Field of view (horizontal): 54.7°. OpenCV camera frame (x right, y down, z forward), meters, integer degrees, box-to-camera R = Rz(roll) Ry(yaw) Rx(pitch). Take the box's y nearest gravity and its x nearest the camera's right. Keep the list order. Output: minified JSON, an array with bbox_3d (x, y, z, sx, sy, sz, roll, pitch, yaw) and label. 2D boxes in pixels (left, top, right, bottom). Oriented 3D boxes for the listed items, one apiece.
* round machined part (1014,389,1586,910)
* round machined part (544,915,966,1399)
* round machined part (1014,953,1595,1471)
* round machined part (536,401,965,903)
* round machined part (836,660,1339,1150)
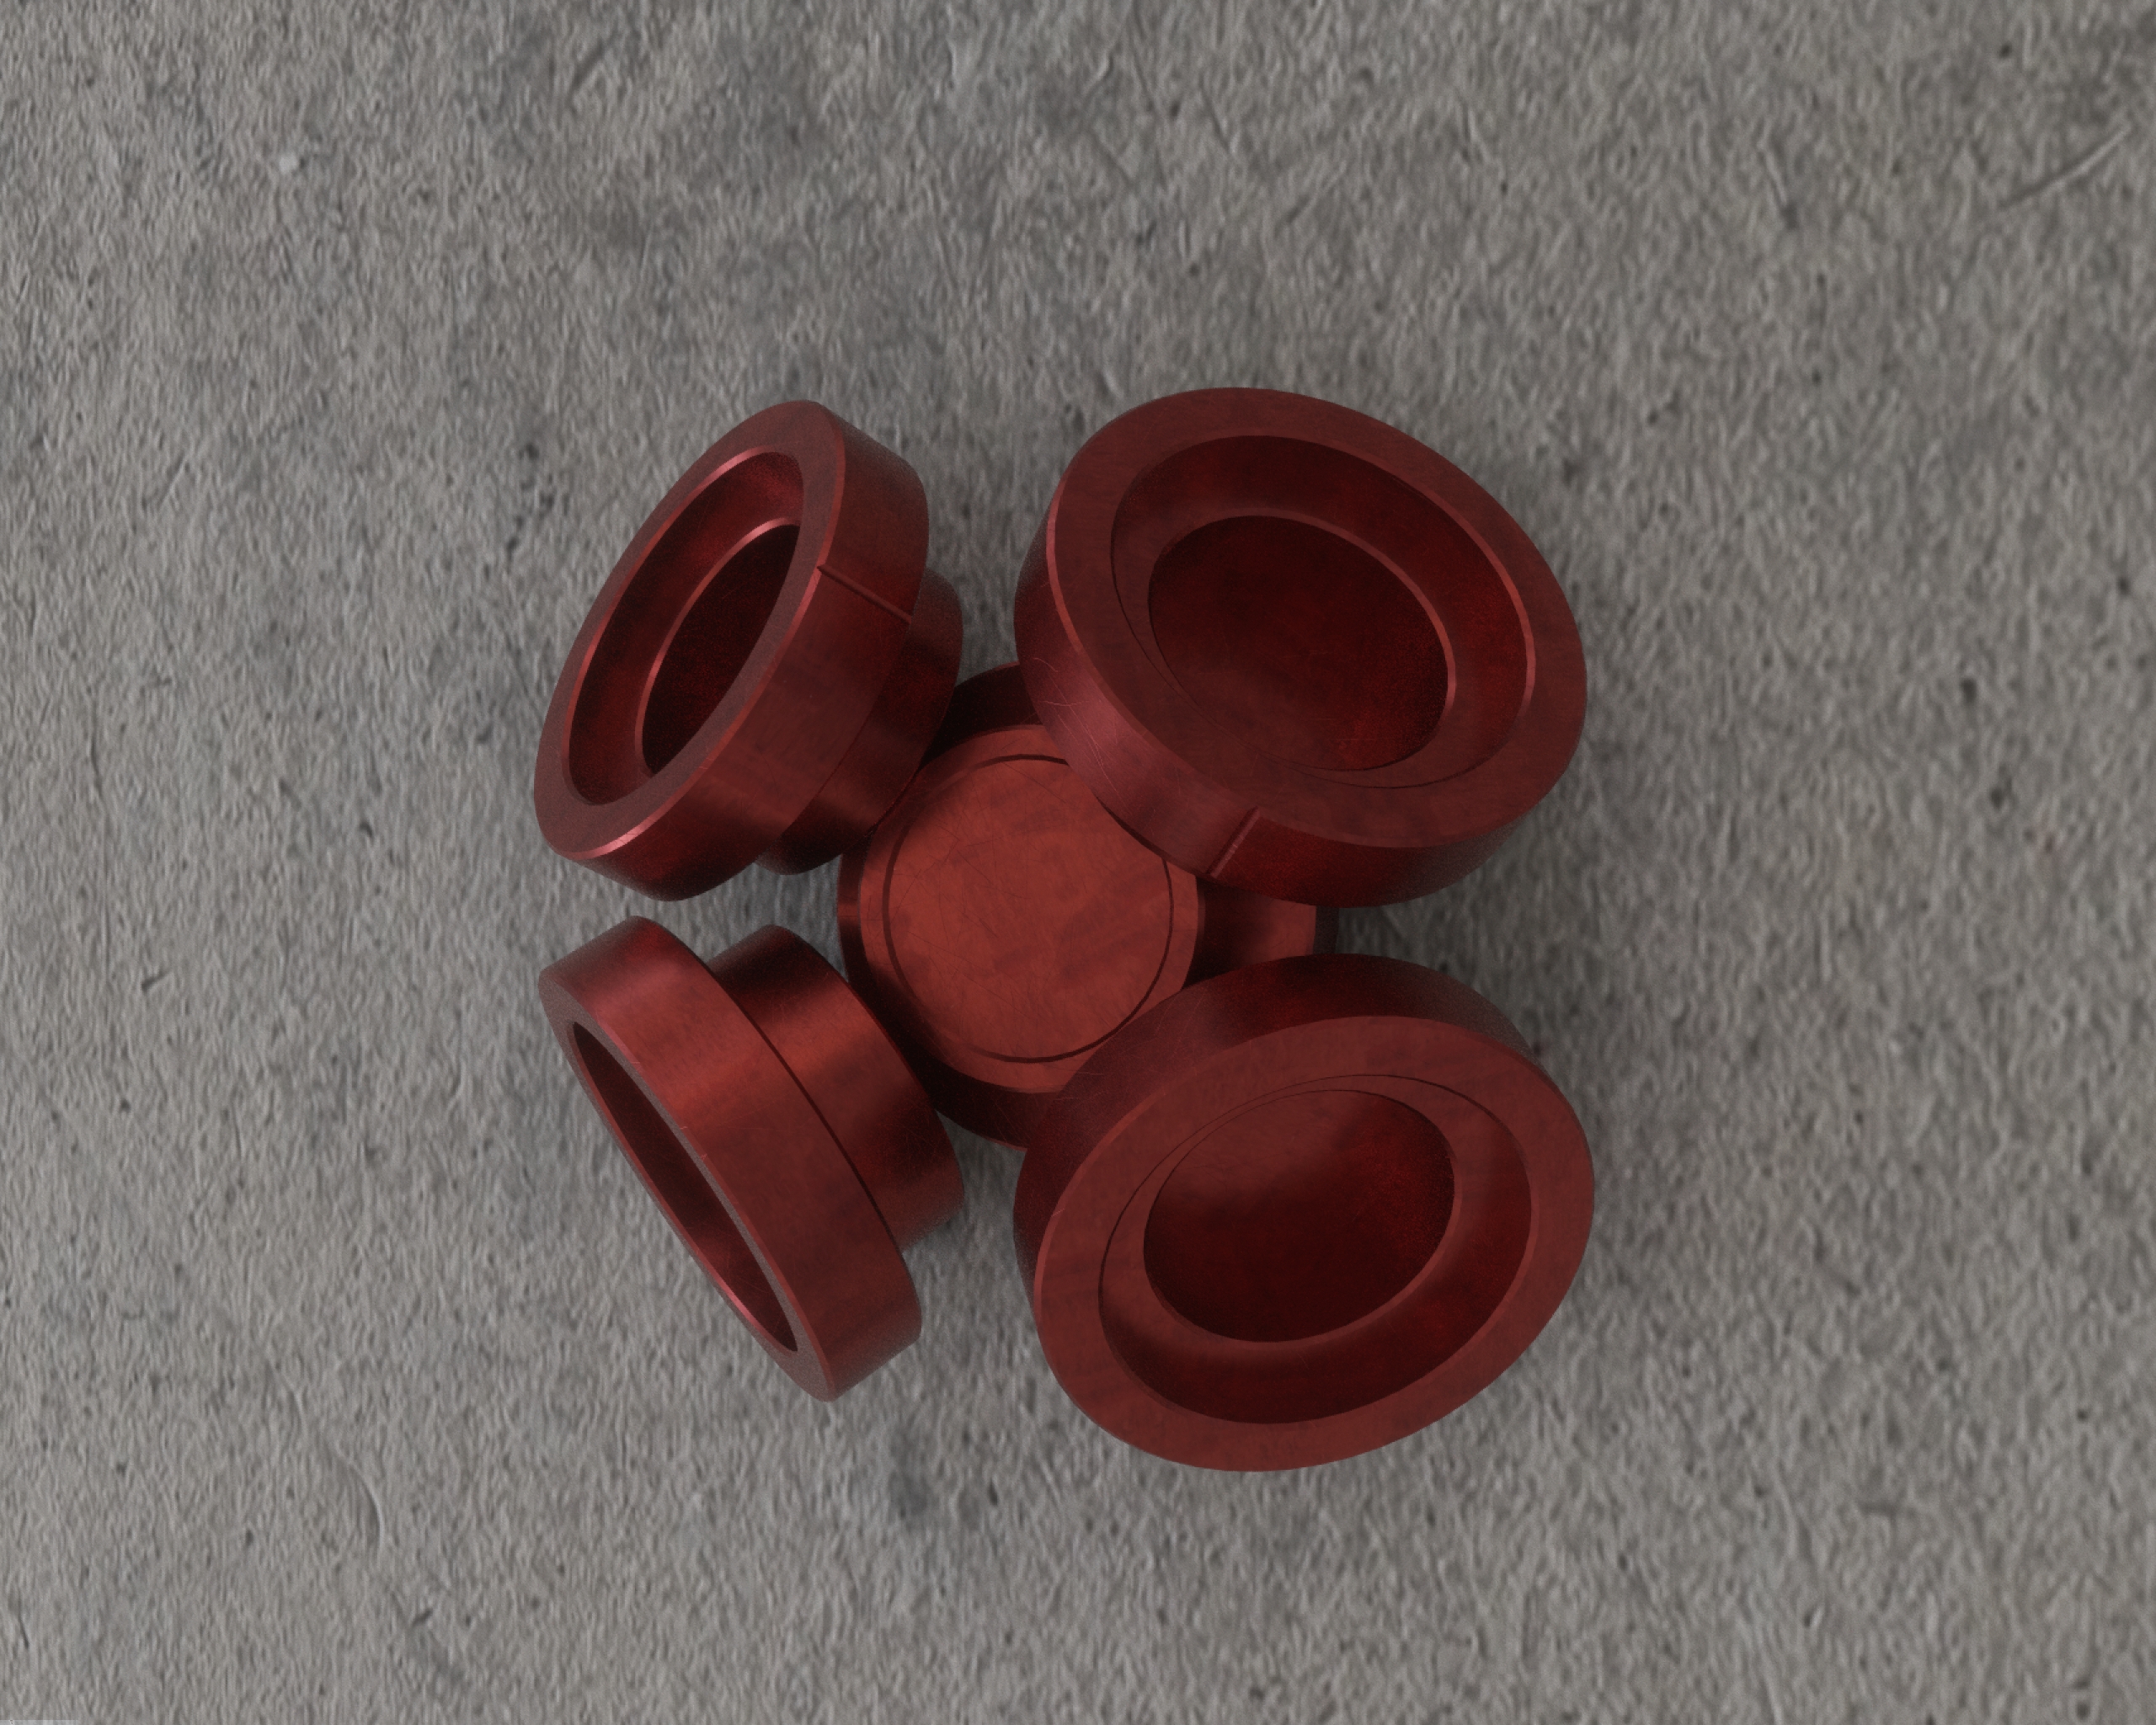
[{"bbox_3d":[0.036,-0.033,0.368,0.098,0.099,0.042,49,145,13],"label":"round machined part"},{"bbox_3d":[-0.058,0.051,0.401,0.042,0.098,0.098,-34,77,-21],"label":"round machined part"},{"bbox_3d":[0.037,0.057,0.369,0.099,0.042,0.097,-6,120,-11],"label":"round machined part"},{"bbox_3d":[-0.060,-0.036,0.403,0.098,0.042,0.098,-32,42,35],"label":"round machined part"},{"bbox_3d":[-0.003,0.008,0.401,0.098,0.042,0.097,0,90,20],"label":"round machined part"}]
